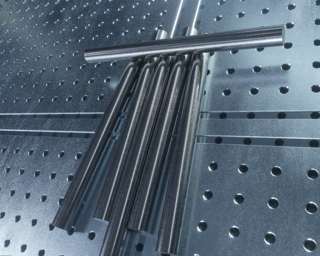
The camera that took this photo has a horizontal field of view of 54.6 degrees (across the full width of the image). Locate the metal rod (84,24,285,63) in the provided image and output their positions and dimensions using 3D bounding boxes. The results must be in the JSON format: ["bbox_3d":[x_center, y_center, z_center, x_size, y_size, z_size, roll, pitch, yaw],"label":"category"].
[{"bbox_3d":[0.015,-0.115,0.439,0.300,0.025,0.025,2,63,29],"label":"metal rod"}]

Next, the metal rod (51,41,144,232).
[{"bbox_3d":[-0.077,-0.003,0.450,0.025,0.025,0.300,8,65,31],"label":"metal rod"}]

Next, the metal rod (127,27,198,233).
[{"bbox_3d":[0.011,-0.015,0.414,0.025,0.025,0.300,1,62,29],"label":"metal rod"}]

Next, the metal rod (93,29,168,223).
[{"bbox_3d":[-0.034,-0.019,0.439,0.025,0.025,0.300,1,62,29],"label":"metal rod"}]

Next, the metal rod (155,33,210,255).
[{"bbox_3d":[0.036,0.000,0.391,0.025,0.025,0.300,-2,60,27],"label":"metal rod"}]

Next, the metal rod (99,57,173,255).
[{"bbox_3d":[-0.025,0.031,0.404,0.025,0.025,0.300,1,62,29],"label":"metal rod"}]
